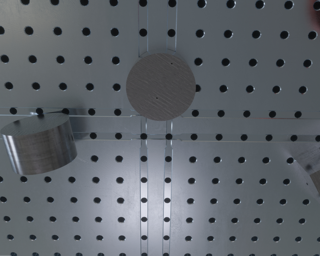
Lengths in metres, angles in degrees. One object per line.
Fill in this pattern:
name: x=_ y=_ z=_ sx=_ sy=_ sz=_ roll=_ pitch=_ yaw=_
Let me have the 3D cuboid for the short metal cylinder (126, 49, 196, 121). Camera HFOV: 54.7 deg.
short metal cylinder: x=0.001 y=-0.054 z=0.380 sx=0.081 sy=0.050 sz=0.079 roll=0 pitch=110 yaw=0

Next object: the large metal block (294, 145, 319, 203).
large metal block: x=0.247 y=0.064 z=0.426 sx=0.080 sy=0.050 sz=0.080 roll=-30 pitch=108 yaw=10

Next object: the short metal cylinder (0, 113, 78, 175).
short metal cylinder: x=-0.150 y=0.017 z=0.389 sx=0.080 sy=0.080 sz=0.050 roll=-6 pitch=110 yaw=2
